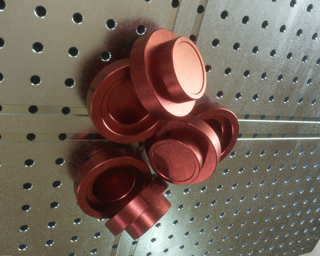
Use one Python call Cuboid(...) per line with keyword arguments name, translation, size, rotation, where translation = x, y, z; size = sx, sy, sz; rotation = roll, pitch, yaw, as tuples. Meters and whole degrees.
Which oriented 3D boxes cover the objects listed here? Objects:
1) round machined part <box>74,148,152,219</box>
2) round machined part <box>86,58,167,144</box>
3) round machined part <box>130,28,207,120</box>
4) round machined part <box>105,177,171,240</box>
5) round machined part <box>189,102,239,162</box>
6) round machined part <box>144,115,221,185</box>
Cuboid(name="round machined part", translation=(-0.063, 0.067, 0.406), size=(0.099, 0.042, 0.097), rotation=(-14, 124, -21))
Cuboid(name="round machined part", translation=(-0.036, -0.034, 0.358), size=(0.099, 0.042, 0.097), rotation=(-14, 124, -21))
Cuboid(name="round machined part", translation=(0.016, -0.060, 0.335), size=(0.098, 0.042, 0.098), rotation=(18, 67, -51))
Cuboid(name="round machined part", translation=(-0.023, 0.111, 0.418), size=(0.098, 0.098, 0.042), rotation=(-42, 85, -4))
Cuboid(name="round machined part", translation=(0.058, 0.007, 0.435), size=(0.099, 0.042, 0.097), rotation=(-14, 124, -21))
Cuboid(name="round machined part", translation=(0.024, 0.033, 0.394), size=(0.042, 0.098, 0.097), rotation=(-51, 148, -52))
